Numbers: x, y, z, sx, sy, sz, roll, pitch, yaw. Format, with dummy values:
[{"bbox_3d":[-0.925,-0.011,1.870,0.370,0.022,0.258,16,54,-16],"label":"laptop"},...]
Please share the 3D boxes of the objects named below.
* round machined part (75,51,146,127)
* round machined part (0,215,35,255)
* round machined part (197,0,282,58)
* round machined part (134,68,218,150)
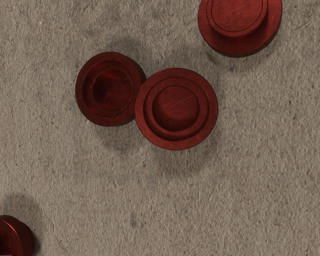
[{"bbox_3d":[-0.061,-0.051,0.420,0.098,0.042,0.097,0,90,19],"label":"round machined part"},{"bbox_3d":[-0.237,0.184,0.481,0.098,0.042,0.097,0,90,19],"label":"round machined part"},{"bbox_3d":[0.092,-0.136,0.367,0.098,0.042,0.097,0,90,19],"label":"round machined part"},{"bbox_3d":[0.019,-0.024,0.382,0.099,0.042,0.097,0,99,1],"label":"round machined part"}]
